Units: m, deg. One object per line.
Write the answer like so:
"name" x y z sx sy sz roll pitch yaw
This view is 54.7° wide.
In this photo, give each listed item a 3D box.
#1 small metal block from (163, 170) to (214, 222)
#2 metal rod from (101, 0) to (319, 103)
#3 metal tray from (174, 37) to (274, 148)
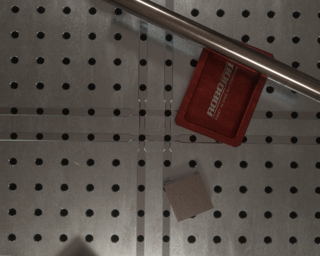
"small metal block" 0.037 0.090 0.414 0.050 0.025 0.050 -22 90 -1
"metal rod" 0.068 -0.106 0.383 0.301 0.025 0.025 25 90 0
"metal tray" 0.084 -0.050 0.411 0.090 0.030 0.129 22 90 -1
